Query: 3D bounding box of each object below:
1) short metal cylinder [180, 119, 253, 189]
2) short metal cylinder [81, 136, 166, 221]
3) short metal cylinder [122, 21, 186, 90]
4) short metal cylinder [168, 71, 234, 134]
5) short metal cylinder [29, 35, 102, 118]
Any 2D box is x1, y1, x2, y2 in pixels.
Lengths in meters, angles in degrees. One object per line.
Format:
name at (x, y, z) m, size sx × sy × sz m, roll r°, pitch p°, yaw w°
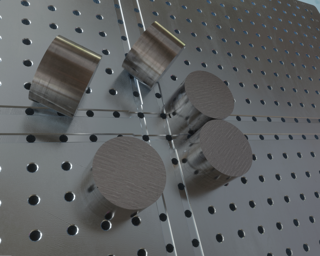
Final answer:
short metal cylinder at (0.074, 0.035, 0.413) m, size 0.081 × 0.050 × 0.080 m, roll 14°, pitch 56°, yaw -21°
short metal cylinder at (-0.040, 0.056, 0.338) m, size 0.081 × 0.050 × 0.080 m, roll 14°, pitch 56°, yaw -21°
short metal cylinder at (-0.008, -0.100, 0.431) m, size 0.050 × 0.080 × 0.080 m, roll 38°, pitch 51°, yaw -3°
short metal cylinder at (0.059, -0.036, 0.448) m, size 0.081 × 0.050 × 0.080 m, roll 14°, pitch 56°, yaw -21°
short metal cylinder at (-0.106, -0.057, 0.352) m, size 0.050 × 0.080 × 0.080 m, roll 25°, pitch 53°, yaw -13°
